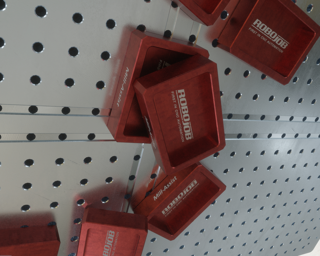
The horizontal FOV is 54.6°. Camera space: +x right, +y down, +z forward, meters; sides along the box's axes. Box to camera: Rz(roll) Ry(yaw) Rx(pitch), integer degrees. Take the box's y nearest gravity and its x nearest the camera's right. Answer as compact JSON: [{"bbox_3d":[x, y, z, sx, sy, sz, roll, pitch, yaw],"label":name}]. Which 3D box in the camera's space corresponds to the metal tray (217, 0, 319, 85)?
[{"bbox_3d":[0.148,-0.121,0.412,0.131,0.030,0.090,18,109,-35],"label":"metal tray"}]

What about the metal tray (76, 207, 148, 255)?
[{"bbox_3d":[-0.075,0.182,0.457,0.091,0.030,0.129,11,115,-8],"label":"metal tray"}]

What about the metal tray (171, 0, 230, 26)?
[{"bbox_3d":[0.056,-0.187,0.322,0.090,0.030,0.130,27,103,-37],"label":"metal tray"}]

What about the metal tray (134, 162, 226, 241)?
[{"bbox_3d":[0.034,0.114,0.495,0.130,0.030,0.090,-45,129,3],"label":"metal tray"}]

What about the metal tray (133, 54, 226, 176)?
[{"bbox_3d":[0.029,-0.013,0.375,0.090,0.030,0.129,-25,128,-13],"label":"metal tray"}]

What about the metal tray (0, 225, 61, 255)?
[{"bbox_3d":[-0.195,0.194,0.421,0.091,0.030,0.129,5,116,-31],"label":"metal tray"}]

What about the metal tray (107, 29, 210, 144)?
[{"bbox_3d":[-0.004,-0.044,0.378,0.091,0.030,0.129,5,116,-31],"label":"metal tray"}]
